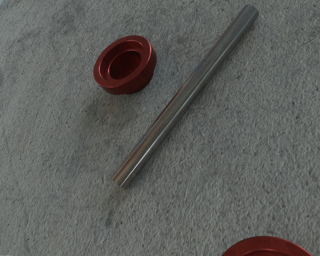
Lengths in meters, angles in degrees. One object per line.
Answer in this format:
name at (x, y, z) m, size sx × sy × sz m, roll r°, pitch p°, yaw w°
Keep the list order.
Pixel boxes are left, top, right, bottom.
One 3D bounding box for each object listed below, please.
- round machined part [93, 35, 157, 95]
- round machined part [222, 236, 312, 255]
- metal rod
round machined part at (-0.049, -0.091, 0.474) m, size 0.098 × 0.042 × 0.098 m, roll -13°, pitch 56°, yaw 21°
round machined part at (0.093, 0.144, 0.256) m, size 0.098 × 0.042 × 0.098 m, roll -13°, pitch 56°, yaw 21°
metal rod at (0.038, -0.047, 0.412) m, size 0.025 × 0.025 × 0.300 m, roll 30°, pitch 78°, yaw 37°
